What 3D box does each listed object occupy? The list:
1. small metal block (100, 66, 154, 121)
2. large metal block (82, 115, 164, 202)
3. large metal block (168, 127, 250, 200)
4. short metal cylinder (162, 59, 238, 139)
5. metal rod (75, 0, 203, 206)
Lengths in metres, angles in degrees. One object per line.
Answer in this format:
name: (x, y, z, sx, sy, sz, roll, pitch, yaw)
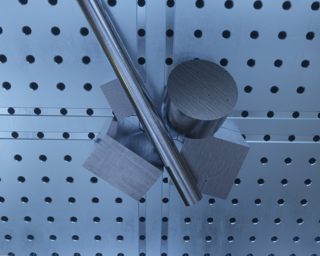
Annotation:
small metal block: (-0.041, -0.044, 0.397, 0.050, 0.025, 0.050, -23, 109, 8)
large metal block: (-0.043, 0.034, 0.396, 0.080, 0.080, 0.050, 35, 106, -13)
large metal block: (0.061, 0.040, 0.415, 0.080, 0.050, 0.079, 16, 109, -7)
short metal cylinder: (0.045, -0.033, 0.365, 0.081, 0.080, 0.050, 8, 153, -4)
metal rod: (-0.028, -0.042, 0.365, 0.025, 0.025, 0.299, -27, 97, 9)
